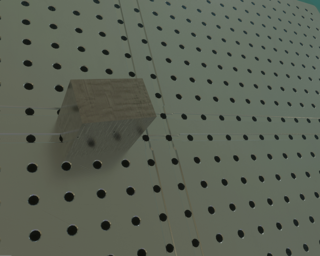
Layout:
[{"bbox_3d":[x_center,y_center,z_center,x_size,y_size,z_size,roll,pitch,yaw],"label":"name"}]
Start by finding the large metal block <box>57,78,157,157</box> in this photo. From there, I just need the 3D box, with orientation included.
[{"bbox_3d":[-0.063,-0.011,0.347,0.081,0.080,0.050,-7,65,-32],"label":"large metal block"}]
